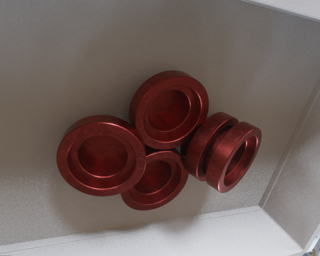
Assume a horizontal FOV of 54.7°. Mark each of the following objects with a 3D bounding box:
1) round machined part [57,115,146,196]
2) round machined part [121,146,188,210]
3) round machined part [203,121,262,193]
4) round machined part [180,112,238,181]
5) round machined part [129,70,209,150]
[{"bbox_3d":[-0.066,0.028,0.364,0.099,0.042,0.097,-2,116,-4],"label":"round machined part"},{"bbox_3d":[-0.013,0.062,0.426,0.099,0.042,0.097,-14,124,-21],"label":"round machined part"},{"bbox_3d":[0.091,0.034,0.416,0.099,0.042,0.097,-33,140,-34],"label":"round machined part"},{"bbox_3d":[0.066,0.021,0.431,0.099,0.042,0.097,-33,139,-34],"label":"round machined part"},{"bbox_3d":[0.008,-0.025,0.383,0.099,0.042,0.097,-14,124,-21],"label":"round machined part"}]
